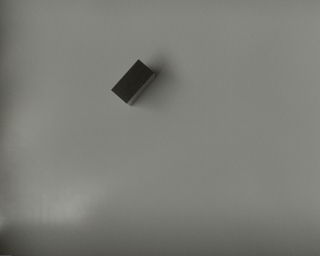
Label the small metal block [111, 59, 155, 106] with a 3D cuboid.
[{"bbox_3d":[-0.033,-0.056,0.399,0.025,0.050,0.050,42,90,0],"label":"small metal block"}]
